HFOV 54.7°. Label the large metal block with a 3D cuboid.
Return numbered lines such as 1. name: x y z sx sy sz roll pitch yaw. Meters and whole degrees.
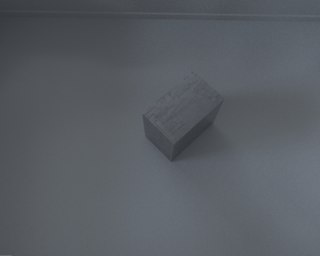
1. large metal block: 0.027 -0.011 0.385 0.080 0.080 0.050 -42 76 -14
